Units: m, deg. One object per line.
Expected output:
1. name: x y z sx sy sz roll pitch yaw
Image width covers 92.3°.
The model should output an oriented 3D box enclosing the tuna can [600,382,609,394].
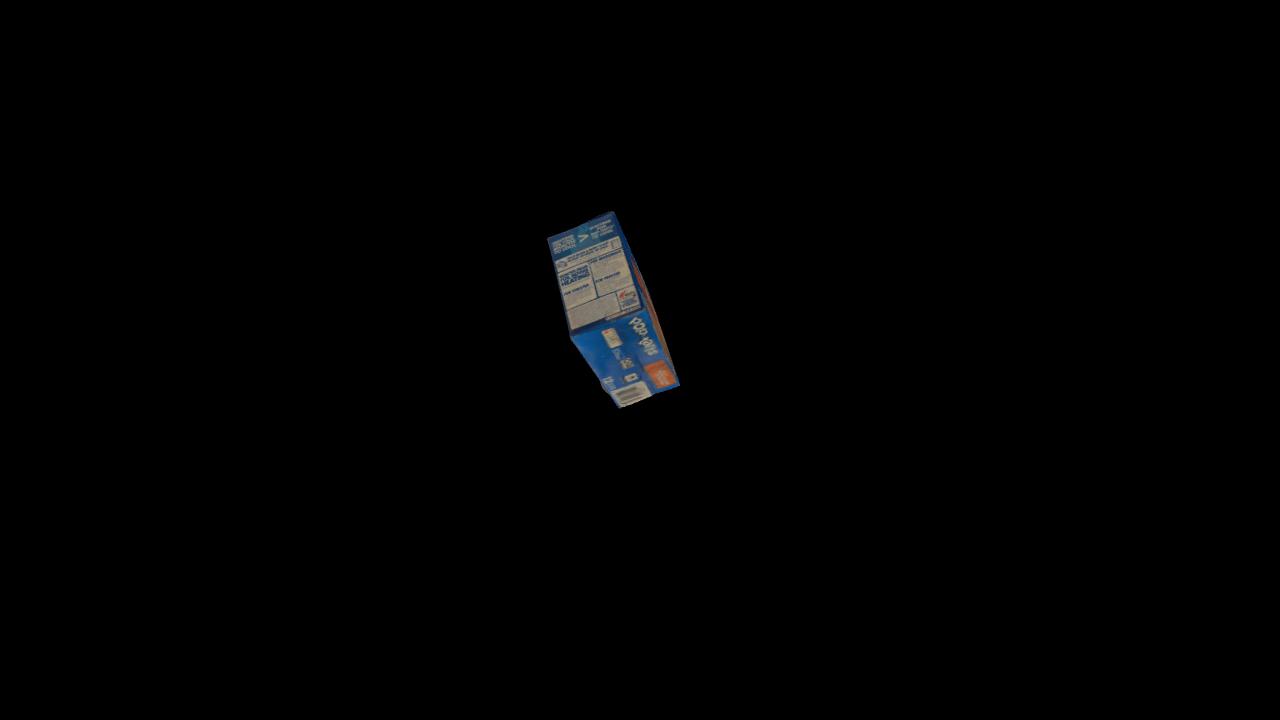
1. tuna can: -0.011 0.004 0.726 0.084 0.084 0.034 0 44 -26

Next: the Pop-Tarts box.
1. Pop-Tarts box: -0.026 -0.051 0.691 0.083 0.141 0.167 -20 -33 4
